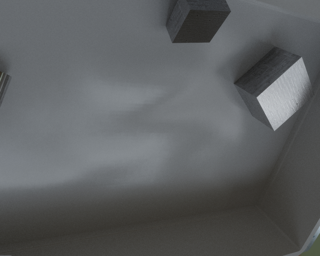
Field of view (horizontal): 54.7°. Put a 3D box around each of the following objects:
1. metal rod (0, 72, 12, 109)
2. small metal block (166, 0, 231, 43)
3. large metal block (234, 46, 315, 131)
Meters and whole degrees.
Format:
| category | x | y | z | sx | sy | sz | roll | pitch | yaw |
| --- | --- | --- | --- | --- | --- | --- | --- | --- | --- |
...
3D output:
| category | x | y | z | sx | sy | sz | roll | pitch | yaw |
| --- | --- | --- | --- | --- | --- | --- | --- | --- | --- |
| metal rod | -0.198 | 0.089 | 0.276 | 0.025 | 0.025 | 0.299 | 23 | 81 | -37 |
| small metal block | 0.041 | -0.121 | 0.342 | 0.050 | 0.025 | 0.050 | -8 | 158 | -24 |
| large metal block | 0.167 | -0.056 | 0.452 | 0.080 | 0.050 | 0.080 | -42 | 130 | 1 |
